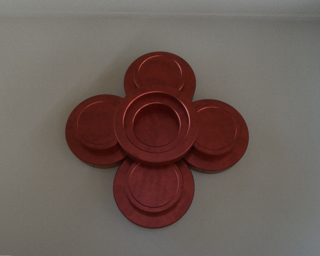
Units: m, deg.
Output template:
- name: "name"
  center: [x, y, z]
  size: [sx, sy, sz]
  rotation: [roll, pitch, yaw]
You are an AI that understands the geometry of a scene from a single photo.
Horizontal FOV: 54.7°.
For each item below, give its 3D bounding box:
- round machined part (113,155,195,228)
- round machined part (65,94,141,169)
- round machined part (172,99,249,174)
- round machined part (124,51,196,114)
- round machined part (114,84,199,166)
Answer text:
- name: "round machined part"
  center: [-0.007, 0.069, 0.373]
  size: [0.099, 0.042, 0.098]
  rotation: [1, 68, -1]
- name: "round machined part"
  center: [-0.073, 0.000, 0.397]
  size: [0.099, 0.042, 0.098]
  rotation: [0, 70, 0]
- name: "round machined part"
  center: [0.065, 0.007, 0.396]
  size: [0.099, 0.042, 0.098]
  rotation: [0, 70, 0]
- name: "round machined part"
  center: [0.000, -0.063, 0.420]
  size: [0.099, 0.042, 0.098]
  rotation: [0, 70, 0]
- name: "round machined part"
  center: [-0.004, -0.001, 0.376]
  size: [0.099, 0.042, 0.098]
  rotation: [0, 70, 0]
